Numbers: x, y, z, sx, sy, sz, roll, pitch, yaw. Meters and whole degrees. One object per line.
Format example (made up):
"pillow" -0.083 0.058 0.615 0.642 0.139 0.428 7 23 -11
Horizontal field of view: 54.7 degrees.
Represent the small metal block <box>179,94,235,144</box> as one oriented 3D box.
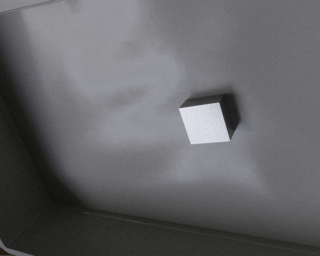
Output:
"small metal block" 0.057 -0.010 0.372 0.050 0.025 0.050 -7 115 31
